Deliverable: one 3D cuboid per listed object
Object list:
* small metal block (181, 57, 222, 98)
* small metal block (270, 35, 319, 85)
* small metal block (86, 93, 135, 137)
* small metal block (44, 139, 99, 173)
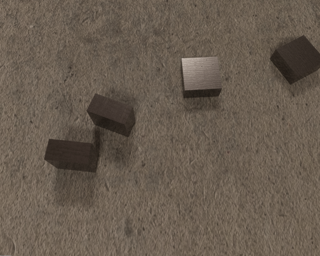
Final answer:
[{"bbox_3d":[0.057,-0.071,0.435,0.050,0.025,0.050,-3,70,-2],"label":"small metal block"},{"bbox_3d":[0.198,-0.098,0.447,0.050,0.025,0.050,-28,73,-10],"label":"small metal block"},{"bbox_3d":[-0.061,-0.015,0.400,0.050,0.050,0.025,20,71,7],"label":"small metal block"},{"bbox_3d":[-0.106,0.035,0.381,0.050,0.050,0.025,6,70,2],"label":"small metal block"}]
